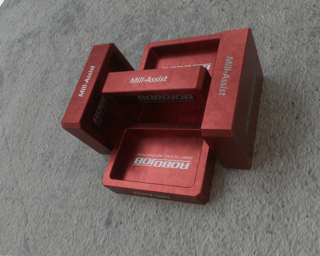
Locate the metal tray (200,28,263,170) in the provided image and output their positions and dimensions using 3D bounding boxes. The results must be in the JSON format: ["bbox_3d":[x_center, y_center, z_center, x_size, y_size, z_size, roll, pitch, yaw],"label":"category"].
[{"bbox_3d":[0.084,-0.030,0.338,0.030,0.090,0.130,1,62,29],"label":"metal tray"}]

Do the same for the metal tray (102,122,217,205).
[{"bbox_3d":[0.001,0.039,0.379,0.130,0.030,0.090,1,61,28],"label":"metal tray"}]

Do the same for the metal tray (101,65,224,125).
[{"bbox_3d":[0.006,-0.034,0.383,0.130,0.090,0.030,1,64,29],"label":"metal tray"}]

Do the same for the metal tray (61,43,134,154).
[{"bbox_3d":[-0.074,-0.039,0.426,0.030,0.090,0.130,1,63,29],"label":"metal tray"}]

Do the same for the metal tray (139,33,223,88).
[{"bbox_3d":[0.033,-0.082,0.436,0.130,0.030,0.090,1,65,28],"label":"metal tray"}]
